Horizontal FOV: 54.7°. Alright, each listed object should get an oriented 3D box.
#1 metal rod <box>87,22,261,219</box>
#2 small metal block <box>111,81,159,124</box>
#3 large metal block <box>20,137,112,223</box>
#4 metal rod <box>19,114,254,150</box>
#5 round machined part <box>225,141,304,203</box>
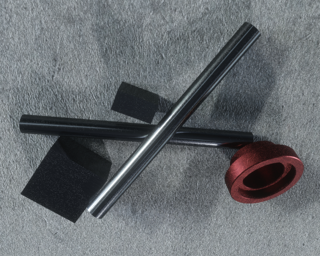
[{"bbox_3d":[0.013,-0.005,0.384,0.025,0.025,0.299,39,96,-13],"label":"metal rod"},{"bbox_3d":[-0.030,-0.033,0.384,0.050,0.050,0.025,20,109,-8],"label":"small metal block"},{"bbox_3d":[-0.124,0.068,0.420,0.080,0.050,0.080,34,106,-12],"label":"large metal block"},{"bbox_3d":[-0.028,0.006,0.411,0.302,0.025,0.025,4,110,-2],"label":"metal rod"},{"bbox_3d":[0.132,0.055,0.410,0.099,0.042,0.097,-8,135,-8],"label":"round machined part"}]
